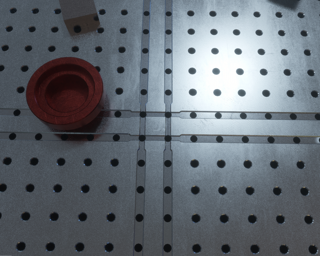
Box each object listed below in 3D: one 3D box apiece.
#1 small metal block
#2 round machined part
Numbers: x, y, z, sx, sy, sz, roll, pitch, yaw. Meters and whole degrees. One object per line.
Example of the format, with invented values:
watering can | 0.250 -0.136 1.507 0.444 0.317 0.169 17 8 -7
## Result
small metal block | -0.125 -0.183 0.477 0.050 0.025 0.050 -15 71 -6
round machined part | -0.123 -0.043 0.417 0.099 0.042 0.098 0 70 -1
